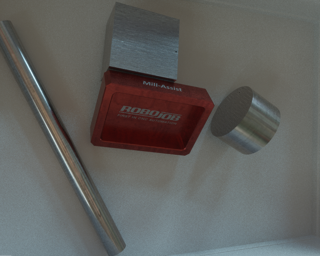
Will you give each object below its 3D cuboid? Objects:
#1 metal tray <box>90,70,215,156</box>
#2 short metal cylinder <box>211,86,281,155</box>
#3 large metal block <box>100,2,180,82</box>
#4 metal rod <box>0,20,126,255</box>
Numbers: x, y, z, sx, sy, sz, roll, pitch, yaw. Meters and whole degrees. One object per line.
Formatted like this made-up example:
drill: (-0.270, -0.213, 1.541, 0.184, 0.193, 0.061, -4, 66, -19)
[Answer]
metal tray: (-0.011, -0.014, 0.377, 0.131, 0.030, 0.089, 8, 127, -20)
short metal cylinder: (0.116, -0.010, 0.426, 0.050, 0.080, 0.080, 32, 80, -18)
large metal block: (-0.024, -0.096, 0.381, 0.081, 0.050, 0.080, 8, 76, -20)
metal rod: (-0.116, 0.020, 0.368, 0.025, 0.025, 0.299, -28, 99, -18)
